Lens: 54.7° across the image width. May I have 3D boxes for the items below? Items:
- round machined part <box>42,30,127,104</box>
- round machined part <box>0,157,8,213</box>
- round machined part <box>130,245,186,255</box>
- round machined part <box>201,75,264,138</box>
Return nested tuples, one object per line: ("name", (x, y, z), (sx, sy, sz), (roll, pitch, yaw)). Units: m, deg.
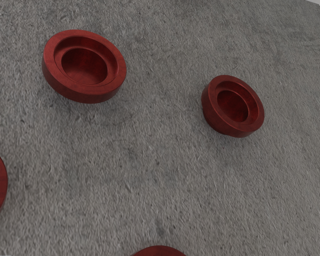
("round machined part", (-0.095, -0.071, 0.385), (0.099, 0.042, 0.098), (14, 56, -21))
("round machined part", (-0.184, 0.055, 0.260), (0.099, 0.042, 0.098), (14, 56, -21))
("round machined part", (0.003, 0.163, 0.295), (0.099, 0.042, 0.098), (14, 56, -21))
("round machined part", (0.104, -0.028, 0.466), (0.099, 0.042, 0.098), (14, 56, -21))
